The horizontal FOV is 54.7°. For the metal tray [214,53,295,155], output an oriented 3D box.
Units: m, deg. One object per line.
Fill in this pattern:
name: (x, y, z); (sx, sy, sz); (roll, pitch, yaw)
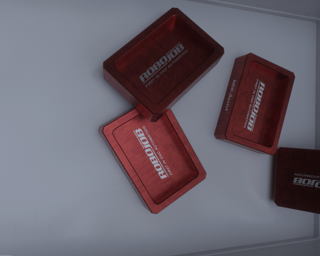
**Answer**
metal tray: (0.142, -0.034, 0.459); (0.091, 0.030, 0.129); (19, 84, -19)

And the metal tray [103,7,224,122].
metal tray: (0.005, -0.081, 0.388); (0.090, 0.030, 0.130); (44, 71, 7)

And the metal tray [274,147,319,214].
metal tray: (0.236, 0.076, 0.443); (0.030, 0.130, 0.089); (5, 88, -52)

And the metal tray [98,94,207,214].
metal tray: (-0.008, 0.033, 0.404); (0.090, 0.030, 0.130); (-33, 101, -17)
